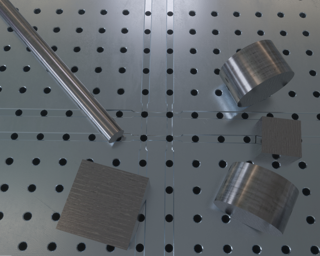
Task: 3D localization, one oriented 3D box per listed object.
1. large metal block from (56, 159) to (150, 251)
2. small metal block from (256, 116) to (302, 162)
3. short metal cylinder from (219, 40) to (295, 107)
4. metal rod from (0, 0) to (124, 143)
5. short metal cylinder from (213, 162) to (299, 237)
[{"bbox_3d":[-0.062,0.091,0.365,0.080,0.050,0.080,15,71,5],"label":"large metal block"},{"bbox_3d":[0.156,0.015,0.408,0.050,0.025,0.050,7,70,2],"label":"small metal block"},{"bbox_3d":[0.126,-0.070,0.409,0.080,0.080,0.050,-23,72,-8],"label":"short metal cylinder"},{"bbox_3d":[-0.156,-0.095,0.445,0.025,0.025,0.300,-39,75,-13],"label":"metal rod"},{"bbox_3d":[0.109,0.081,0.354,0.080,0.080,0.050,27,72,9],"label":"short metal cylinder"}]
